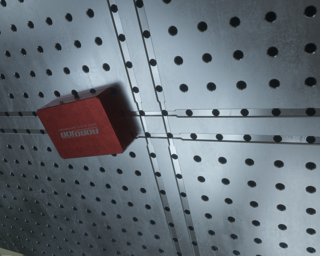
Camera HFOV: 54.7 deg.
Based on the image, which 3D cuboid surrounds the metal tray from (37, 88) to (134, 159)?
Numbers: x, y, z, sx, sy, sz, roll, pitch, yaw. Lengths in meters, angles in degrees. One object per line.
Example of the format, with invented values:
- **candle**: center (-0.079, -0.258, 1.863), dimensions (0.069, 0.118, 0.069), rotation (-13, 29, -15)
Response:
- **metal tray**: center (-0.114, -0.002, 0.464), dimensions (0.130, 0.030, 0.090), rotation (-8, 115, 31)
